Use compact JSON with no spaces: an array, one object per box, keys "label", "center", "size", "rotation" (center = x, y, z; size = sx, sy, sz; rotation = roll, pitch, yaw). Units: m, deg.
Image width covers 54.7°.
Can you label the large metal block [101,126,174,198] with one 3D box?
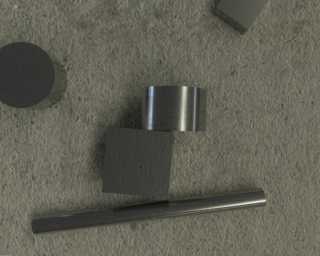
[{"label":"large metal block","center":[-0.027,0.041,0.397],"size":[0.081,0.050,0.080],"rotation":[5,90,0]}]

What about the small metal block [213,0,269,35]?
[{"label":"small metal block","center":[0.107,-0.162,0.411],"size":[0.050,0.025,0.050],"rotation":[35,90,0]}]

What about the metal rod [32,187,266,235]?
[{"label":"metal rod","center":[-0.014,0.110,0.409],"size":[0.302,0.025,0.025],"rotation":[-7,90,0]}]

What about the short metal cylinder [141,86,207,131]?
[{"label":"short metal cylinder","center":[0.017,-0.022,0.382],"size":[0.081,0.080,0.050],"rotation":[2,90,0]}]

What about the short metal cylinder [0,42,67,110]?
[{"label":"short metal cylinder","center":[-0.166,-0.064,0.396],"size":[0.081,0.050,0.079],"rotation":[0,90,0]}]
